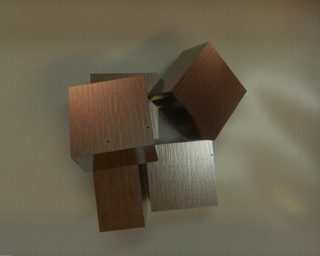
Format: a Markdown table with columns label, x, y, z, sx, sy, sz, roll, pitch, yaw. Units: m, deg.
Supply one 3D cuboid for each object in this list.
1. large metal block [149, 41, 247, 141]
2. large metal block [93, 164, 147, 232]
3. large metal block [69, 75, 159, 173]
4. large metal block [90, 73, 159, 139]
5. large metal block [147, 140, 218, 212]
| label | x | y | z | sx | sy | sz | roll | pitch | yaw |
| --- | --- | --- | --- | --- | --- | --- | --- | --- | --- |
| large metal block | 0.046 | -0.042 | 0.373 | 0.080 | 0.050 | 0.080 | 46 | 67 | -23 |
| large metal block | -0.046 | 0.073 | 0.382 | 0.050 | 0.080 | 0.079 | -7 | 90 | 0 |
| large metal block | -0.049 | -0.004 | 0.332 | 0.080 | 0.050 | 0.080 | -9 | 65 | 0 |
| large metal block | -0.043 | -0.026 | 0.397 | 0.081 | 0.050 | 0.079 | -1 | 90 | -1 |
| large metal block | 0.026 | 0.057 | 0.396 | 0.081 | 0.050 | 0.079 | -5 | 90 | -1 |
